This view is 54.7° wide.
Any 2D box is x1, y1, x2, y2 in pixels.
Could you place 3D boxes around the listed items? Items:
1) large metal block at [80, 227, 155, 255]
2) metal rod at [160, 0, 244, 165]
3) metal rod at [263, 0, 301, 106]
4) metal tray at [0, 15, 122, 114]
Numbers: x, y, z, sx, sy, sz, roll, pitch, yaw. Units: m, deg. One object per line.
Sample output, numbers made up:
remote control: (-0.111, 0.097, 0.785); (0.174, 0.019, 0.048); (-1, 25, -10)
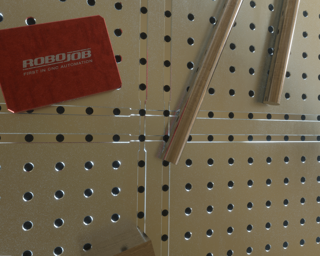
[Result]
large metal block: (-0.046, 0.182, 0.384); (0.081, 0.050, 0.080); (-16, 96, -20)
metal rod: (0.069, -0.091, 0.439); (0.025, 0.025, 0.299); (25, 81, -19)
metal rod: (0.205, -0.183, 0.490); (0.025, 0.025, 0.298); (15, 85, -20)
metal tray: (-0.121, -0.076, 0.366); (0.131, 0.030, 0.089); (-17, 96, -20)
